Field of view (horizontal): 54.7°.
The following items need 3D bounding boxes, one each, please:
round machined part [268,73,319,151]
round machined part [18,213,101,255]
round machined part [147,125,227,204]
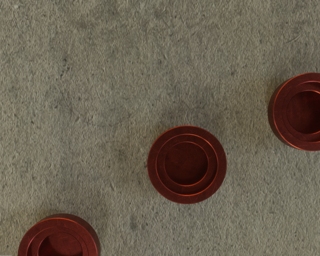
[{"bbox_3d":[0.189,-0.020,0.403,0.099,0.042,0.097,0,90,0],"label":"round machined part"},{"bbox_3d":[-0.126,0.159,0.400,0.099,0.042,0.097,0,90,0],"label":"round machined part"},{"bbox_3d":[0.033,0.045,0.402,0.099,0.042,0.097,0,90,0],"label":"round machined part"}]
